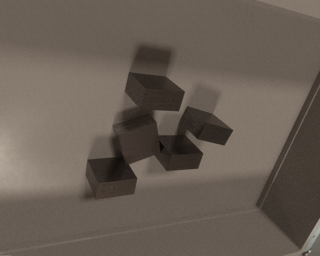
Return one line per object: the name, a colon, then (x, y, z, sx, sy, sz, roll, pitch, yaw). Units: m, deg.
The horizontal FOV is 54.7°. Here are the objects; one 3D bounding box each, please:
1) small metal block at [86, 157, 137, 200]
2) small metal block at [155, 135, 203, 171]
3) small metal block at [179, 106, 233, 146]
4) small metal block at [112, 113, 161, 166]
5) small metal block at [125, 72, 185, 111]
small metal block: (-0.063, 0.063, 0.398, 0.050, 0.050, 0.025, -2, 120, -28)
small metal block: (0.023, 0.033, 0.427, 0.050, 0.050, 0.025, 0, 118, -29)
small metal block: (0.063, -0.003, 0.427, 0.050, 0.050, 0.025, 14, 111, -34)
small metal block: (-0.030, 0.015, 0.403, 0.050, 0.025, 0.050, -19, 126, -18)
small metal block: (-0.007, -0.043, 0.364, 0.050, 0.050, 0.025, 1, 118, -30)
